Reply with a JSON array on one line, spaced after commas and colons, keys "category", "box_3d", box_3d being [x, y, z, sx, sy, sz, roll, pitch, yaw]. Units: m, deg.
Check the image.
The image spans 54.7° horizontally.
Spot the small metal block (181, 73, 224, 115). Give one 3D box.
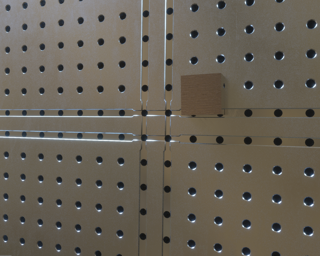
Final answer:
[{"category": "small metal block", "box_3d": [0.054, -0.041, 0.393, 0.050, 0.025, 0.050, -1, 90, 19]}]
